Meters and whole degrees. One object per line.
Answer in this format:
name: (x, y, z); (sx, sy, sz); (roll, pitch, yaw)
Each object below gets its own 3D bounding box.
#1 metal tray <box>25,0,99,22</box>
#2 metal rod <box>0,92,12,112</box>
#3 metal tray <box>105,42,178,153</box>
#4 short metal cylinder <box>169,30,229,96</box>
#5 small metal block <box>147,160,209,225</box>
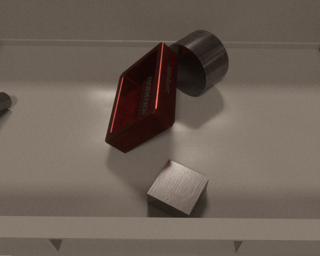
metal tray: (-0.199, -0.260, 0.620); (0.131, 0.030, 0.090); (-17, 52, -15)
metal rod: (-0.258, 0.012, 0.301); (0.025, 0.025, 0.301); (13, 23, 10)
metal tray: (-0.021, -0.041, 0.400); (0.030, 0.090, 0.130); (35, 42, -31)
short metal cylinder: (0.051, -0.094, 0.449); (0.080, 0.080, 0.050); (37, 58, 26)
small metal block: (0.020, 0.071, 0.346); (0.050, 0.025, 0.050); (24, 54, 18)
